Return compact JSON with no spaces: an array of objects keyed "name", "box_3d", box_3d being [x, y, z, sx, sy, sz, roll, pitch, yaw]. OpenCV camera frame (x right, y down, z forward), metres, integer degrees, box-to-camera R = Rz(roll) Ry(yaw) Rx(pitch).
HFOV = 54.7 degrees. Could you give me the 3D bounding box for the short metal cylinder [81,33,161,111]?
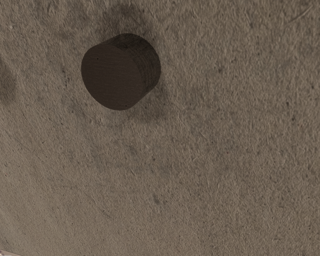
[{"name":"short metal cylinder","box_3d":[-0.046,-0.068,0.372,0.080,0.050,0.079,13,124,20]}]
